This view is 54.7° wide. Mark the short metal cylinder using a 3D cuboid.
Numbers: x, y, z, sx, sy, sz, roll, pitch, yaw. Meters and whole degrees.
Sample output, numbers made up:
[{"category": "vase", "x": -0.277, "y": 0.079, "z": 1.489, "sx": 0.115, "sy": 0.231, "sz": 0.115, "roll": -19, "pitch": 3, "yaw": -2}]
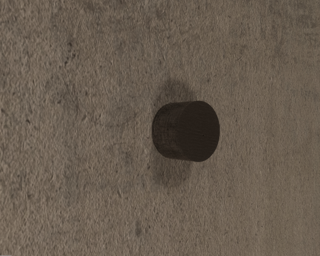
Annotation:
[{"category": "short metal cylinder", "x": 0.036, "y": 0.004, "z": 0.421, "sx": 0.081, "sy": 0.050, "sz": 0.079, "roll": 0, "pitch": 90, "yaw": -40}]
